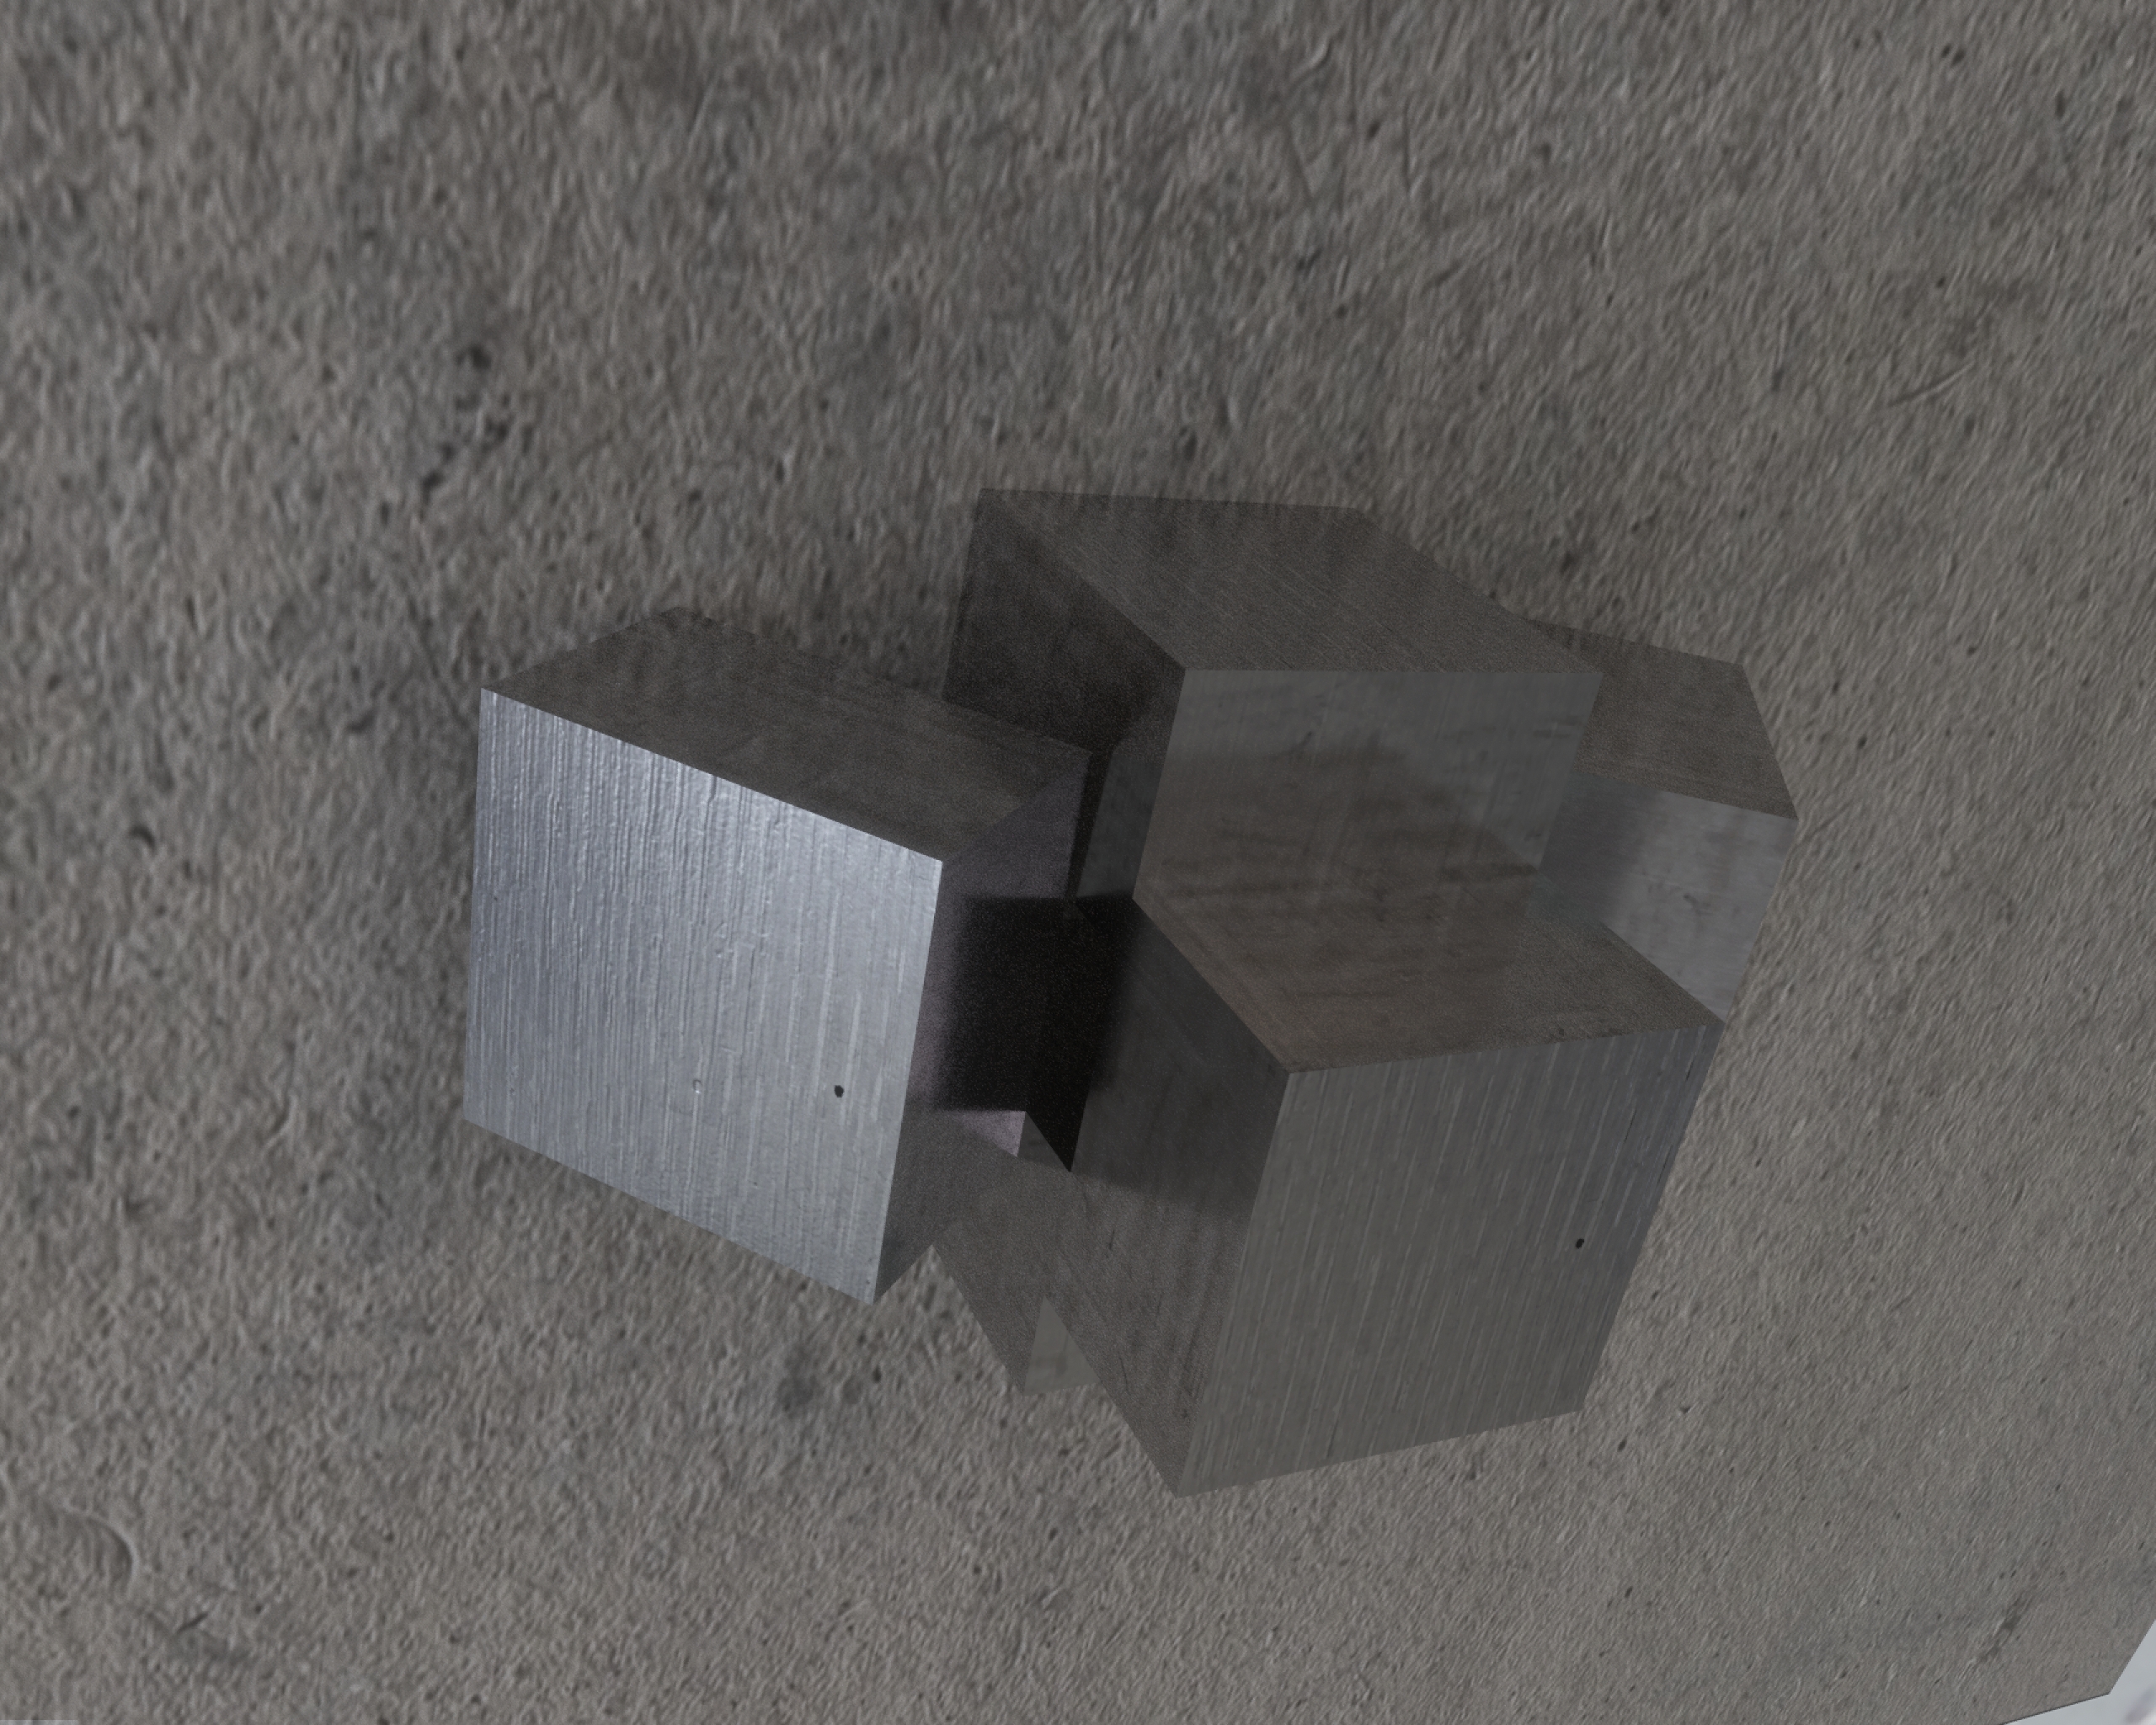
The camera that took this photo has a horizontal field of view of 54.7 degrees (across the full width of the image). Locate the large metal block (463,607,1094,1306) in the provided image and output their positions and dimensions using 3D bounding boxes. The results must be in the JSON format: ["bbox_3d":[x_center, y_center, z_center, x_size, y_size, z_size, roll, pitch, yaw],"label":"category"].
[{"bbox_3d":[-0.051,0.013,0.343,0.050,0.080,0.079,-40,145,-57],"label":"large metal block"}]

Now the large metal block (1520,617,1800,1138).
[{"bbox_3d":[0.101,0.005,0.420,0.050,0.080,0.079,13,117,4],"label":"large metal block"}]

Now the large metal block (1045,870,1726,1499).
[{"bbox_3d":[0.048,0.050,0.344,0.081,0.050,0.079,-3,120,-27],"label":"large metal block"}]

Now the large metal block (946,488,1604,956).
[{"bbox_3d":[0.030,-0.027,0.371,0.081,0.080,0.050,-2,120,-27],"label":"large metal block"}]

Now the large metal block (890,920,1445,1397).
[{"bbox_3d":[0.013,0.052,0.411,0.081,0.080,0.050,-4,120,-27],"label":"large metal block"}]
